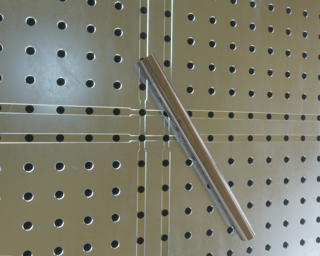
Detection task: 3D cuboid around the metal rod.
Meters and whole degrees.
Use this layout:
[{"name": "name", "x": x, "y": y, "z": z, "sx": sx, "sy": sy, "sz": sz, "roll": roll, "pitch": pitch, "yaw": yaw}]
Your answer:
[{"name": "metal rod", "x": 0.056, "y": 0.034, "z": 0.434, "sx": 0.025, "sy": 0.025, "sz": 0.299, "roll": -34, "pitch": 101, "yaw": -17}]
